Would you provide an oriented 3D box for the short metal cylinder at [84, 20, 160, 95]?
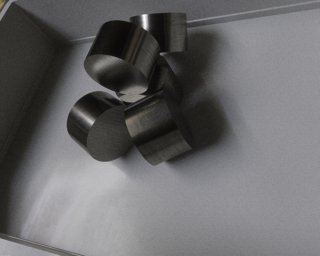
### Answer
[{"bbox_3d":[-0.045,-0.083,0.379,0.080,0.080,0.050,3,64,30],"label":"short metal cylinder"}]

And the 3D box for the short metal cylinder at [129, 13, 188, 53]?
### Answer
[{"bbox_3d":[-0.001,-0.133,0.443,0.080,0.080,0.050,4,106,30],"label":"short metal cylinder"}]

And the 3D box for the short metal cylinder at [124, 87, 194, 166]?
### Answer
[{"bbox_3d":[0.001,-0.002,0.369,0.050,0.080,0.080,-26,53,13],"label":"short metal cylinder"}]

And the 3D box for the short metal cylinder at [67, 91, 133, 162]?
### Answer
[{"bbox_3d":[-0.074,-0.002,0.408,0.050,0.080,0.080,33,80,38],"label":"short metal cylinder"}]

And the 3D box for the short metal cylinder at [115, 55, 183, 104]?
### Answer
[{"bbox_3d":[-0.015,-0.056,0.429,0.080,0.050,0.080,-13,56,21],"label":"short metal cylinder"}]
